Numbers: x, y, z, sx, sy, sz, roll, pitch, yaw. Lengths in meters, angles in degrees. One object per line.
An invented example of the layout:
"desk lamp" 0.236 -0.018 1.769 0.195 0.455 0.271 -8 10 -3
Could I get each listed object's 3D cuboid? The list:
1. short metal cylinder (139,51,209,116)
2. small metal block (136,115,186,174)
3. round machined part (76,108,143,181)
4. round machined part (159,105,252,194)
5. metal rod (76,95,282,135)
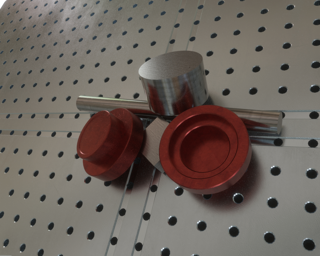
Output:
"short metal cylinder" 0.018 -0.059 0.395 0.080 0.050 0.080 -11 34 7
"small metal block" 0.001 0.020 0.390 0.050 0.025 0.050 -45 51 -3
"round machined part" -0.071 0.016 0.403 0.098 0.042 0.098 -28 45 33
"round machined part" 0.052 0.026 0.346 0.098 0.042 0.098 -11 60 19
"metal rod" 0.003 -0.022 0.415 0.300 0.025 0.025 8 66 31
